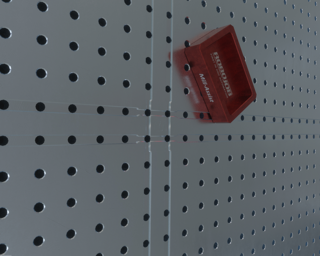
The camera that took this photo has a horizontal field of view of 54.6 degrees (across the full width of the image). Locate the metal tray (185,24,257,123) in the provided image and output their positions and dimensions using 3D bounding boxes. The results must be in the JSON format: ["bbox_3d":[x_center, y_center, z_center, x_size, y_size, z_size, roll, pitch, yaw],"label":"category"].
[{"bbox_3d":[0.099,-0.083,0.487,0.090,0.030,0.130,-39,114,-33],"label":"metal tray"}]
